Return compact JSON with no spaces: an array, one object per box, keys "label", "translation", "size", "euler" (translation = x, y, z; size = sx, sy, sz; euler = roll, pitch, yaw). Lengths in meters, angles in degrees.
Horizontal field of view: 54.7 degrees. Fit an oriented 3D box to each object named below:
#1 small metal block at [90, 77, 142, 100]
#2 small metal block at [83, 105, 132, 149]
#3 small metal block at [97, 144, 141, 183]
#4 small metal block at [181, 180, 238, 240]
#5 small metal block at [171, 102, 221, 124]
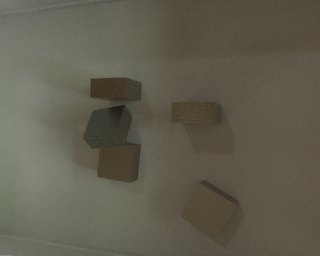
[{"label":"small metal block","translation":[-0.058,-0.051,0.418],"size":[0.050,0.050,0.025],"euler":[1,91,20]},{"label":"small metal block","translation":[-0.070,-0.001,0.421],"size":[0.050,0.025,0.050],"euler":[-8,46,20]},{"label":"small metal block","translation":[-0.057,0.046,0.430],"size":[0.050,0.025,0.050],"euler":[6,92,19]},{"label":"small metal block","translation":[0.062,0.101,0.388],"size":[0.050,0.025,0.050],"euler":[30,100,17]},{"label":"small metal block","translation":[0.046,-0.018,0.381],"size":[0.050,0.050,0.025],"euler":[1,91,20]}]
